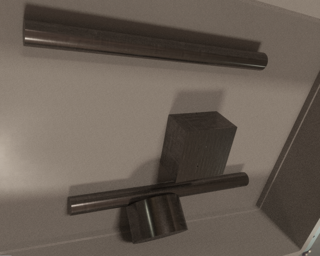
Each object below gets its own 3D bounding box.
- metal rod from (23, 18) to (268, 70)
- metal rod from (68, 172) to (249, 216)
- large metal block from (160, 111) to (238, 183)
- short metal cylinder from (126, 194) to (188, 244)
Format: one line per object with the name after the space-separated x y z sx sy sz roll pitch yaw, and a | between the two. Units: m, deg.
0.007 -0.090 0.358 0.303 0.025 0.025 -1 119 -29 | metal rod
0.015 0.097 0.478 0.303 0.025 0.025 -3 120 -28 | metal rod
0.052 0.025 0.439 0.081 0.050 0.079 -5 121 -26 | large metal block
-0.005 0.133 0.450 0.081 0.050 0.080 -13 158 -5 | short metal cylinder
